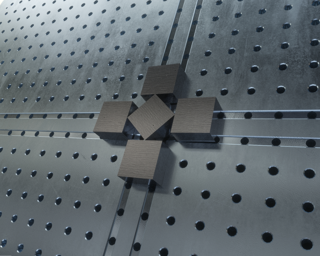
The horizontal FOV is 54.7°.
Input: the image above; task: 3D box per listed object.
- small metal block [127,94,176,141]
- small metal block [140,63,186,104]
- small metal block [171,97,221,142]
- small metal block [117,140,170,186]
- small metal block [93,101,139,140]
[{"bbox_3d":[-0.008,-0.010,0.417,0.050,0.025,0.050,-41,51,0],"label":"small metal block"},{"bbox_3d":[0.005,-0.062,0.442,0.050,0.025,0.050,0,61,27],"label":"small metal block"},{"bbox_3d":[0.046,-0.010,0.389,0.050,0.025,0.050,0,62,27],"label":"small metal block"},{"bbox_3d":[-0.020,0.043,0.391,0.050,0.025,0.050,1,62,28],"label":"small metal block"},{"bbox_3d":[-0.061,-0.011,0.445,0.050,0.025,0.050,2,62,28],"label":"small metal block"}]
